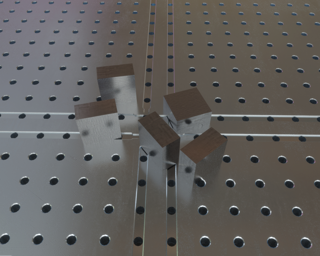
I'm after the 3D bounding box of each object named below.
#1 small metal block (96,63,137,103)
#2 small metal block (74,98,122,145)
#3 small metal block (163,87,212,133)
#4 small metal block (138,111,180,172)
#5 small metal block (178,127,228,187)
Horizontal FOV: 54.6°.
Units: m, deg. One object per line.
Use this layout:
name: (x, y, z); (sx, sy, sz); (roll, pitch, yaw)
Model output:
small metal block: (-0.061, -0.062, 0.444); (0.050, 0.050, 0.025); (-8, 51, -6)
small metal block: (-0.078, -0.007, 0.398); (0.050, 0.050, 0.025); (-11, 51, -9)
small metal block: (0.037, -0.025, 0.429); (0.050, 0.025, 0.050); (-16, 52, -13)
small metal block: (-0.002, 0.017, 0.378); (0.025, 0.050, 0.050); (-29, 56, -22)
small metal block: (0.049, 0.034, 0.363); (0.050, 0.050, 0.025); (-33, 58, -25)
